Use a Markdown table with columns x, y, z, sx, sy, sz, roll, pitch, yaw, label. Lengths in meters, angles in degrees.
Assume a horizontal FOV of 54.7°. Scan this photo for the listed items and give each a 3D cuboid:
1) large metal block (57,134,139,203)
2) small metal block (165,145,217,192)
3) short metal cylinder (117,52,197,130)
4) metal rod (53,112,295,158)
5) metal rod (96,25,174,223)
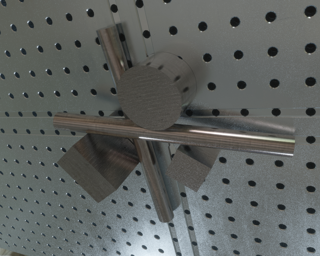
| x | y | z | sx | sy | sz | roll | pitch | yaw | label |
| --- | --- | --- | --- | --- | --- | --- | --- | --- | --- |
| -0.082 | 0.045 | 0.443 | 0.080 | 0.080 | 0.050 | 46 | 129 | -5 | large metal block |
| 0.041 | 0.052 | 0.421 | 0.050 | 0.025 | 0.050 | 29 | 128 | 9 | small metal block |
| -0.003 | -0.044 | 0.368 | 0.080 | 0.050 | 0.079 | 13 | 124 | 20 | short metal cylinder |
| 0.005 | 0.006 | 0.387 | 0.301 | 0.025 | 0.025 | 6 | 121 | 16 | metal rod |
| -0.027 | 0.011 | 0.431 | 0.025 | 0.025 | 0.298 | -2 | 118 | 29 | metal rod |
